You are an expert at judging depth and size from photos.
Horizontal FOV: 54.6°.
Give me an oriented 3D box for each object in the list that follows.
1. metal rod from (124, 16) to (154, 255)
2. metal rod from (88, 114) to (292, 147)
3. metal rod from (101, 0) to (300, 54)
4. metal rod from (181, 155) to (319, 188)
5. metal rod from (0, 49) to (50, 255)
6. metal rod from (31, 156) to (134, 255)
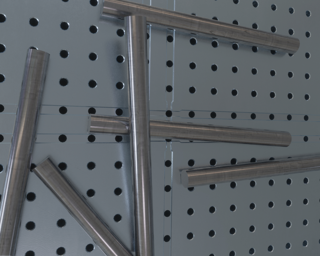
[{"bbox_3d":[-0.024,0.021,0.379,0.025,0.025,0.298,-5,101,-20],"label":"metal rod"},{"bbox_3d":[0.055,0.006,0.432,0.302,0.025,0.025,5,89,-20],"label":"metal rod"},{"bbox_3d":[0.070,-0.141,0.437,0.302,0.025,0.025,5,89,-20],"label":"metal rod"},{"bbox_3d":[0.175,0.062,0.476,0.302,0.025,0.025,-3,91,-20],"label":"metal rod"},{"bbox_3d":[-0.163,0.060,0.352,0.025,0.025,0.299,10,87,-20],"label":"metal rod"},{"bbox_3d":[-0.053,0.159,0.393,0.025,0.025,0.300,-39,103,-16],"label":"metal rod"}]
